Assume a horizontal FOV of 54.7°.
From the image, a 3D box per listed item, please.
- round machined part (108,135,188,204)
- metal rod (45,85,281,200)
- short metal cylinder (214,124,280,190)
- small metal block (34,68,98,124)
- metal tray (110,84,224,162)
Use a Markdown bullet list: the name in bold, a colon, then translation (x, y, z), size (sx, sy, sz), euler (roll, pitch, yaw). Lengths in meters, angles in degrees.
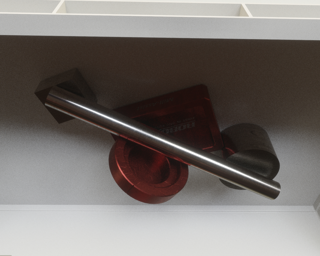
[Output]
- **round machined part**: translation (-0.017, 0.049, 0.384), size (0.099, 0.098, 0.042), euler (22, 134, -18)
- **metal rod**: translation (0.014, 0.023, 0.373), size (0.302, 0.025, 0.025), euler (24, 126, -12)
- **short metal cylinder**: translation (0.117, 0.040, 0.427), size (0.081, 0.050, 0.079), euler (0, 130, 0)
- **small metal block**: translation (-0.111, -0.038, 0.373), size (0.050, 0.025, 0.050), euler (-17, 128, 13)
- **metal tray**: translation (0.009, 0.003, 0.406), size (0.130, 0.030, 0.090), euler (-15, 129, 12)
